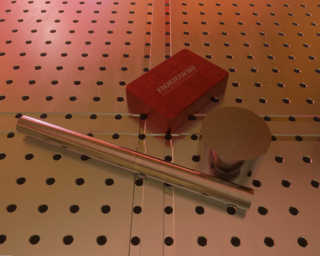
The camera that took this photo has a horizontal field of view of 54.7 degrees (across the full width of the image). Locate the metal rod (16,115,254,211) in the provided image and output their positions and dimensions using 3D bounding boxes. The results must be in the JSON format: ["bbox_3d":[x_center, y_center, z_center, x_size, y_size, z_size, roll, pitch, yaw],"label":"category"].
[{"bbox_3d":[-0.040,0.037,0.375,0.301,0.025,0.025,17,52,13],"label":"metal rod"}]

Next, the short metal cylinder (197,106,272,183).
[{"bbox_3d":[0.087,0.020,0.376,0.081,0.050,0.080,0,50,0],"label":"short metal cylinder"}]

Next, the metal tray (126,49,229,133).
[{"bbox_3d":[0.026,-0.060,0.455,0.090,0.030,0.131,37,59,26],"label":"metal tray"}]
